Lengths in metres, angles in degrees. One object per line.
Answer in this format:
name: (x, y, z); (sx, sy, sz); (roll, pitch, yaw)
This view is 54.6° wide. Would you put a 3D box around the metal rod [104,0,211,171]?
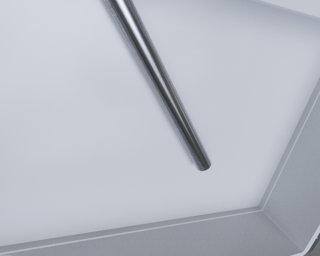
metal rod: (0.008, -0.044, 0.385); (0.025, 0.025, 0.299); (-35, 129, -5)
